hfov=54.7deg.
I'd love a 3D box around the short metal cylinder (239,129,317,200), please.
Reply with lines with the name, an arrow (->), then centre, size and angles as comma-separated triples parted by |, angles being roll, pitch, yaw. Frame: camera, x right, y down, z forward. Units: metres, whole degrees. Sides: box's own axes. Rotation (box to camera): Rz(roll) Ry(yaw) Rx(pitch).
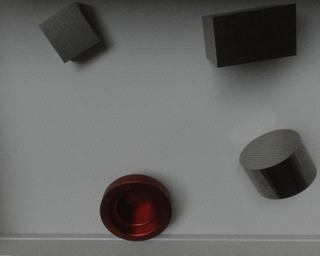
short metal cylinder -> 0.152, 0.046, 0.401 | 0.080, 0.080, 0.050 | -31, 108, 10

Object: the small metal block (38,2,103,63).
small metal block -> -0.105, -0.113, 0.368 | 0.050, 0.025, 0.050 | -29, 108, 10

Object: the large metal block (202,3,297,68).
large metal block -> 0.095, -0.105, 0.345 | 0.080, 0.080, 0.050 | -9, 110, 3

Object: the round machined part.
round machined part -> -0.033, 0.108, 0.442 | 0.099, 0.042, 0.097 | 0, 110, -1
